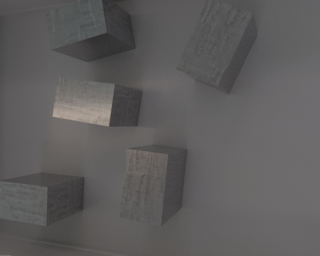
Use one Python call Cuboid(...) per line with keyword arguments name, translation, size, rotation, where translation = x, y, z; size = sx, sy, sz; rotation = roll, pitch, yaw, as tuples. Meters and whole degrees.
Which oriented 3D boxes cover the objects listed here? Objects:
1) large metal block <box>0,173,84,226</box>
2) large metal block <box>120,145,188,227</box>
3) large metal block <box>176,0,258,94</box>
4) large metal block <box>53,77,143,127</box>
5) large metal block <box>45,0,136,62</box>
Cuboid(name="large metal block", translation=(-0.166, 0.097, 0.440), size=(0.080, 0.080, 0.050), rotation=(2, 91, 20))
Cuboid(name="large metal block", translation=(-0.005, 0.065, 0.383), size=(0.050, 0.080, 0.079), rotation=(6, 92, 20))
Cuboid(name="large metal block", translation=(0.069, -0.089, 0.357), size=(0.050, 0.080, 0.080), rotation=(27, 99, 18))
Cuboid(name="large metal block", translation=(-0.079, -0.033, 0.409), size=(0.080, 0.080, 0.050), rotation=(10, 93, 20))
Cuboid(name="large metal block", translation=(-0.089, -0.129, 0.413), size=(0.080, 0.080, 0.050), rotation=(-10, 87, 20))
